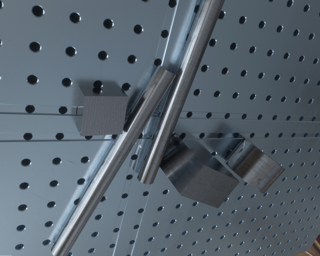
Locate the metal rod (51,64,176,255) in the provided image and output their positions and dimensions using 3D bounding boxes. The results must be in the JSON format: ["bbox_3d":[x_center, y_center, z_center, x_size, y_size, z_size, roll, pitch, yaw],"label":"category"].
[{"bbox_3d":[-0.067,0.053,0.408,0.025,0.025,0.299,22,107,-37],"label":"metal rod"}]

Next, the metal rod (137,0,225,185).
[{"bbox_3d":[0.028,-0.056,0.393,0.025,0.025,0.298,6,115,-32],"label":"metal rod"}]

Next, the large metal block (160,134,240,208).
[{"bbox_3d":[0.053,0.062,0.445,0.080,0.080,0.050,28,103,-38],"label":"large metal block"}]

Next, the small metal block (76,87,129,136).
[{"bbox_3d":[-0.068,-0.019,0.363,0.050,0.025,0.050,-2,120,-28],"label":"small metal block"}]

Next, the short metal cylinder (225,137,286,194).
[{"bbox_3d":[0.151,0.059,0.498,0.080,0.080,0.050,31,101,-38],"label":"short metal cylinder"}]
